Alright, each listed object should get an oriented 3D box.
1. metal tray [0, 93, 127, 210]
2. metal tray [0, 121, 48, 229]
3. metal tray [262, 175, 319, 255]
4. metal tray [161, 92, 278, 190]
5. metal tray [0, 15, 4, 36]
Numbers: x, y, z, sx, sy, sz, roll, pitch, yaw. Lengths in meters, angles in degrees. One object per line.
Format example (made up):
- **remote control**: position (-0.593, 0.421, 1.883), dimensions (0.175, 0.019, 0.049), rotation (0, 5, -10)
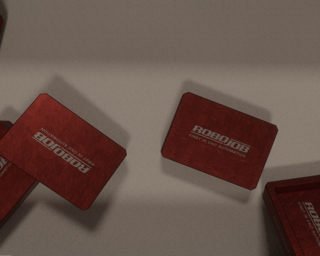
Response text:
- **metal tray**: position (-0.120, 0.030, 0.388), dimensions (0.130, 0.030, 0.090), rotation (36, 73, -7)
- **metal tray**: position (-0.215, 0.065, 0.406), dimensions (0.090, 0.030, 0.130), rotation (40, 90, -1)
- **metal tray**: position (0.189, 0.119, 0.368), dimensions (0.091, 0.130, 0.030), rotation (-8, 133, -1)
- **metal tray**: position (0.076, 0.017, 0.410), dimensions (0.131, 0.030, 0.090), rotation (21, 90, -1)
- **metal tray**: position (-0.248, -0.091, 0.373), dimensions (0.030, 0.090, 0.129), rotation (13, 90, 16)
